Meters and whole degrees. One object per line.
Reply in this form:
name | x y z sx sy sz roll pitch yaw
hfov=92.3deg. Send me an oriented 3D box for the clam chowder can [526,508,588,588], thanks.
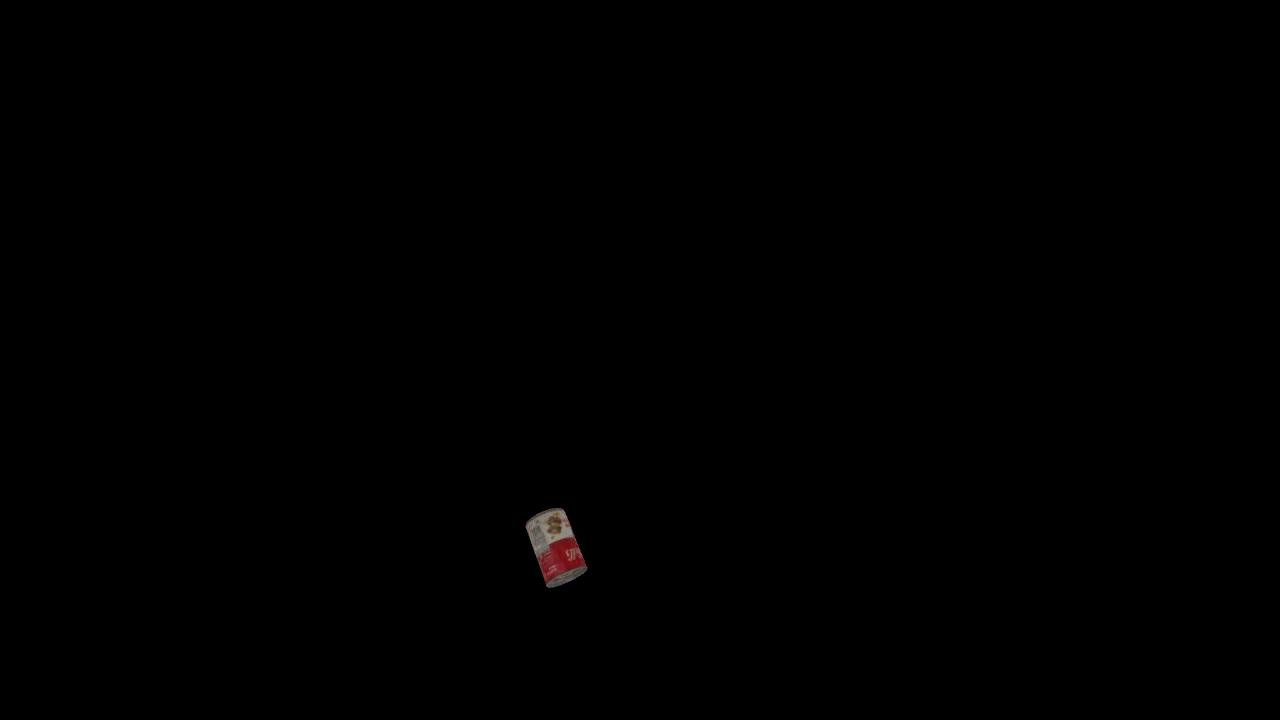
clam chowder can | -0.132 0.292 0.960 0.068 0.102 0.068 -22 -27 -12
